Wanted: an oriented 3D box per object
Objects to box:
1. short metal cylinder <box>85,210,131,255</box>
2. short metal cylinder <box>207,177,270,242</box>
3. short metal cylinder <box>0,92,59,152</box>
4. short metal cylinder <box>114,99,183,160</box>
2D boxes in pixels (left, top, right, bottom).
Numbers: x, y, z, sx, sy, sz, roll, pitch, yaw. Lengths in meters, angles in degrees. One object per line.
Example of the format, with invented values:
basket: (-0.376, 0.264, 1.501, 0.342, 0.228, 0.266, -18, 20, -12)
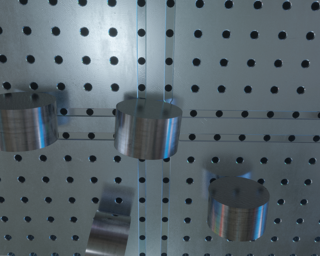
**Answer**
short metal cylinder: (-0.075, 0.162, 0.443, 0.050, 0.080, 0.079, 13, 110, -5)
short metal cylinder: (0.106, 0.108, 0.426, 0.081, 0.080, 0.050, -1, 110, 0)
short metal cylinder: (-0.168, -0.010, 0.378, 0.081, 0.080, 0.050, 3, 110, -2)
short metal cylinder: (-0.015, -0.001, 0.384, 0.081, 0.080, 0.050, 5, 110, -3)
